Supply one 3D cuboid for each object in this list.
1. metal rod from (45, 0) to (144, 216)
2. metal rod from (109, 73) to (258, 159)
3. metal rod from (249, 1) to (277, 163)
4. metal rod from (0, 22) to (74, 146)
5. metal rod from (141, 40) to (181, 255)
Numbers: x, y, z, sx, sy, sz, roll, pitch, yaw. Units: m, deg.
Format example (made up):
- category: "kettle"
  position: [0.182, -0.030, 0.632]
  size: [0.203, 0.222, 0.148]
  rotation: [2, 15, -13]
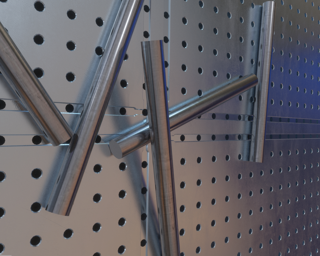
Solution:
- category: "metal rod"
  position: [-0.065, -0.051, 0.356]
  size: [0.025, 0.025, 0.299]
  rotation: [27, 73, -37]
- category: "metal rod"
  position: [0.055, -0.030, 0.457]
  size: [0.302, 0.025, 0.025]
  rotation: [-27, 107, -37]
- category: "metal rod"
  position: [0.190, -0.086, 0.571]
  size: [0.025, 0.025, 0.298]
  rotation: [11, 83, -40]
- category: "metal rod"
  position: [-0.166, -0.111, 0.270]
  size: [0.025, 0.025, 0.299]
  rotation: [-42, 116, -32]
- category: "metal rod"
  position: [0.004, 0.045, 0.387]
  size: [0.025, 0.025, 0.298]
  rotation: [-18, 110, -39]
